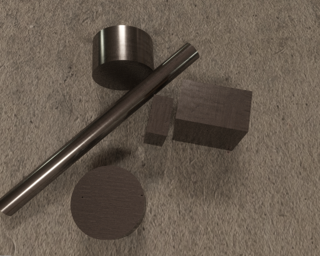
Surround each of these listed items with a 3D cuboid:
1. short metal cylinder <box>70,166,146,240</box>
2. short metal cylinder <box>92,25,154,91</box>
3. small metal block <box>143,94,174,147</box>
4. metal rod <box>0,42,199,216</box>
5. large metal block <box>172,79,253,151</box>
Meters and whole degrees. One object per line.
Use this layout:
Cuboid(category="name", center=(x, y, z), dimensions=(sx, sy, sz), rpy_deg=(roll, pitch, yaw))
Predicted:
Cuboid(category="short metal cylinder", center=(-0.057, 0.088, 0.362), dimensions=(0.081, 0.050, 0.080), rpy_deg=(0, 70, 0))
Cuboid(category="short metal cylinder", center=(-0.049, -0.090, 0.411), dimensions=(0.081, 0.080, 0.050), rpy_deg=(-3, 70, -2))
Cuboid(category="small metal block", center=(-0.002, -0.008, 0.397), dimensions=(0.025, 0.050, 0.050), rpy_deg=(12, 71, -3))
Cuboid(category="metal rod", center=(-0.072, -0.001, 0.383), dimensions=(0.301, 0.025, 0.025), rpy_deg=(-41, 75, -4))
Cuboid(category="large metal block", center=(0.061, -0.013, 0.384), dimensions=(0.080, 0.080, 0.050), rpy_deg=(11, 71, 3))
